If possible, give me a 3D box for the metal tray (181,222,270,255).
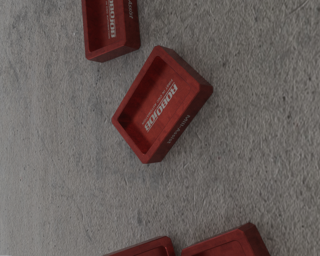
[{"bbox_3d":[0.086,0.179,0.330,0.090,0.030,0.130,-36,68,34],"label":"metal tray"}]

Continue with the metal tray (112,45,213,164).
[{"bbox_3d":[-0.003,-0.028,0.403,0.090,0.030,0.129,50,119,28],"label":"metal tray"}]

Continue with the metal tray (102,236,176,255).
[{"bbox_3d":[-0.015,0.208,0.372,0.030,0.091,0.129,133,123,-64],"label":"metal tray"}]

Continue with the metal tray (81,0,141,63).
[{"bbox_3d":[-0.076,-0.173,0.464,0.090,0.030,0.129,-8,85,39],"label":"metal tray"}]
